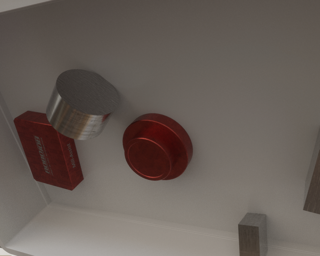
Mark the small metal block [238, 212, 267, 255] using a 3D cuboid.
[{"bbox_3d":[0.123,0.144,0.406,0.025,0.050,0.050,-2,92,29],"label":"small metal block"}]

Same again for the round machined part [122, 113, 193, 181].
[{"bbox_3d":[-0.009,0.032,0.421,0.098,0.042,0.097,13,124,20],"label":"round machined part"}]

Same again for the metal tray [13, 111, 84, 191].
[{"bbox_3d":[-0.186,0.039,0.525,0.090,0.030,0.129,9,122,23],"label":"metal tray"}]

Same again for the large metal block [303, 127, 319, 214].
[{"bbox_3d":[0.200,0.050,0.318,0.080,0.050,0.079,11,123,22],"label":"large metal block"}]

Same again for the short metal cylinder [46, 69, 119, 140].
[{"bbox_3d":[-0.102,-0.031,0.406,0.080,0.080,0.050,39,129,2],"label":"short metal cylinder"}]
